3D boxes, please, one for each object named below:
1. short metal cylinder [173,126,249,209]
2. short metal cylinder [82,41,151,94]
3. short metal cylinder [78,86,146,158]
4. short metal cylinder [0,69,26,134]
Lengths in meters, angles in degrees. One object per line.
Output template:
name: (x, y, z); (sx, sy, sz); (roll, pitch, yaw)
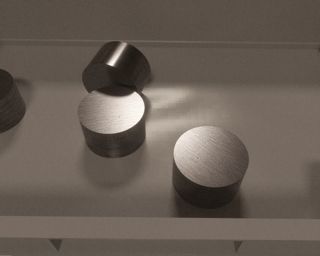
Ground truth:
short metal cylinder: (0.055, 0.044, 0.352); (0.081, 0.050, 0.080); (0, 50, 0)
short metal cylinder: (-0.059, -0.072, 0.429); (0.080, 0.080, 0.050); (14, 52, 11)
short metal cylinder: (-0.059, -0.008, 0.395); (0.081, 0.050, 0.080); (0, 50, 0)
short metal cylinder: (-0.230, -0.036, 0.416); (0.081, 0.050, 0.080); (0, 50, 0)
